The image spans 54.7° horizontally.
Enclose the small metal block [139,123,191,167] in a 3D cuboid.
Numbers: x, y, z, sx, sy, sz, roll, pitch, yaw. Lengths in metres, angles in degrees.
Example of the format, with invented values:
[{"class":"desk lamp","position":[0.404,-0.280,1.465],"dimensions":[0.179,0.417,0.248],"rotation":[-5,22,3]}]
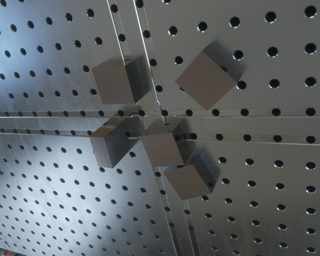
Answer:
[{"class":"small metal block","position":[0.007,0.024,0.421],"dimensions":[0.050,0.025,0.050],"rotation":[-8,115,31]}]

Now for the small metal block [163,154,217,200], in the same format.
[{"class":"small metal block","position":[0.042,0.069,0.431],"dimensions":[0.050,0.025,0.050],"rotation":[-24,106,36]}]

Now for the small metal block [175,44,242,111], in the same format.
[{"class":"small metal block","position":[0.054,-0.056,0.348],"dimensions":[0.050,0.025,0.050],"rotation":[42,129,-2]}]

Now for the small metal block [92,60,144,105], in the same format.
[{"class":"small metal block","position":[-0.054,-0.059,0.402],"dimensions":[0.050,0.025,0.050],"rotation":[1,119,27]}]

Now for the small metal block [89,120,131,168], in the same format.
[{"class":"small metal block","position":[-0.070,0.022,0.444],"dimensions":[0.025,0.050,0.050],"rotation":[4,120,26]}]
